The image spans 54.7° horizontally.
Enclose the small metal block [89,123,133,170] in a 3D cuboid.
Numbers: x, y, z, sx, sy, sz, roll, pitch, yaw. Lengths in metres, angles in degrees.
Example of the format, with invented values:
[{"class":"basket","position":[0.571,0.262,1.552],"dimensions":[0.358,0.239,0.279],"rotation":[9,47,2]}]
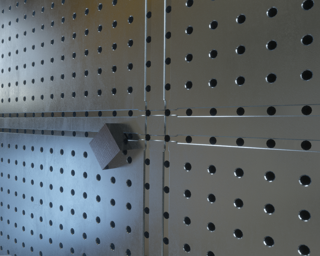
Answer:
[{"class":"small metal block","position":[-0.075,0.028,0.469],"dimensions":[0.050,0.025,0.050],"rotation":[-46,63,30]}]
